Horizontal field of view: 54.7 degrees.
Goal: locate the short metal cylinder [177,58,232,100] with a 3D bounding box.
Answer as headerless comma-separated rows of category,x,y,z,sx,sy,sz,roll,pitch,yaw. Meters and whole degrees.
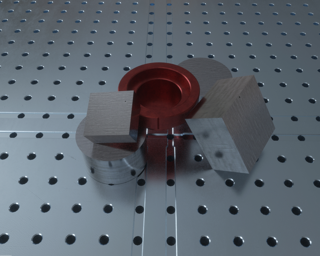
short metal cylinder,0.057,-0.054,0.437,0.081,0.050,0.080,0,50,0

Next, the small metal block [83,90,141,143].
small metal block,-0.051,-0.011,0.335,0.050,0.025,0.050,-2,68,14

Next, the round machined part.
round machined part,-0.001,-0.035,0.388,0.099,0.042,0.098,0,50,0

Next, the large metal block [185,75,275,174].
large metal block,0.086,-0.005,0.368,0.050,0.080,0.080,0,39,47

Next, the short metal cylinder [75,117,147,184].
short metal cylinder,-0.056,0.020,0.373,0.081,0.050,0.080,0,50,0
